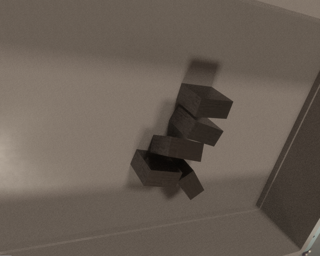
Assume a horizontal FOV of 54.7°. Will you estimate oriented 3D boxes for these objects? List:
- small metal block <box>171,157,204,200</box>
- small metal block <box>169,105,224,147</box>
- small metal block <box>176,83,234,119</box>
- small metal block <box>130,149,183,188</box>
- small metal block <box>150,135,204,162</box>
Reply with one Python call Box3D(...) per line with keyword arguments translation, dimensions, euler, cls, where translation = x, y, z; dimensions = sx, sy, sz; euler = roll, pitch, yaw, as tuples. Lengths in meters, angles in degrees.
Box3D(translation=(0.035, 0.070, 0.457), dimensions=(0.025, 0.050, 0.050), euler=(-35, 130, -6), cls="small metal block")
Box3D(translation=(0.049, -0.003, 0.419), dimensions=(0.050, 0.050, 0.025), euler=(18, 109, -36), cls="small metal block")
Box3D(translation=(0.057, -0.035, 0.404), dimensions=(0.050, 0.050, 0.025), euler=(2, 117, -30), cls="small metal block")
Box3D(translation=(-0.006, 0.055, 0.425), dimensions=(0.050, 0.050, 0.025), euler=(11, 113, -33), cls="small metal block")
Box3D(translation=(0.022, 0.027, 0.416), dimensions=(0.050, 0.050, 0.025), euler=(12, 86, -28), cls="small metal block")
